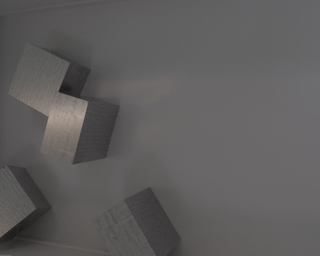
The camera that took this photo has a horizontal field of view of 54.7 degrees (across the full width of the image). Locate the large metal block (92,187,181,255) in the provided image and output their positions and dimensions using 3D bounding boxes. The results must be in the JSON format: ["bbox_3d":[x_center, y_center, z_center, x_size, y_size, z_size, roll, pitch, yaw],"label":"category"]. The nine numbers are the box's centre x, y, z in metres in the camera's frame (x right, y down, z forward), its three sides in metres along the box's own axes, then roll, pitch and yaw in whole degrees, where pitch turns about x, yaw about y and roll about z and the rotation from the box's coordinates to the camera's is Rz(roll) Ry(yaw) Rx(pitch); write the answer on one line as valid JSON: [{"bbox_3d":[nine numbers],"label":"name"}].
[{"bbox_3d":[-0.026,0.129,0.390,0.050,0.080,0.080,-35,79,17],"label":"large metal block"}]

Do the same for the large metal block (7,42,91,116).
[{"bbox_3d":[-0.162,-0.069,0.454,0.080,0.050,0.080,27,99,18],"label":"large metal block"}]

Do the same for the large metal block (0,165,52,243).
[{"bbox_3d":[-0.227,0.114,0.465,0.080,0.050,0.080,-39,77,-4],"label":"large metal block"}]

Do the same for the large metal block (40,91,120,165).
[{"bbox_3d":[-0.105,-0.001,0.418,0.050,0.080,0.080,18,96,19],"label":"large metal block"}]
